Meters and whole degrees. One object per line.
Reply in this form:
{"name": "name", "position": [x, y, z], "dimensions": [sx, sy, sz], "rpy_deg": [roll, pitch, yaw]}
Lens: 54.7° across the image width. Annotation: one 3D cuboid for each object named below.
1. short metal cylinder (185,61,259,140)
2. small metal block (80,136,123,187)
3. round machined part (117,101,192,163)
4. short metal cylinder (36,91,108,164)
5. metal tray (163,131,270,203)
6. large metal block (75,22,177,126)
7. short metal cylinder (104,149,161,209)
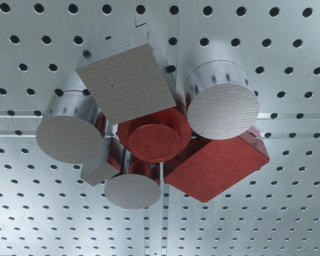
{"name": "short metal cylinder", "position": [0.071, -0.032, 0.368], "dimensions": [0.081, 0.050, 0.079], "rpy_deg": [0, 130, 0]}
{"name": "small metal block", "position": [-0.080, 0.046, 0.433], "dimensions": [0.050, 0.050, 0.025], "rpy_deg": [-30, 124, 23]}
{"name": "round machined part", "position": [-0.007, 0.008, 0.406], "dimensions": [0.099, 0.042, 0.097], "rpy_deg": [0, 130, 0]}
{"name": "short metal cylinder", "position": [-0.108, 0.000, 0.393], "dimensions": [0.081, 0.050, 0.079], "rpy_deg": [0, 130, 0]}
{"name": "metal tray", "position": [0.078, 0.051, 0.451], "dimensions": [0.090, 0.030, 0.129], "rpy_deg": [33, 122, -25]}
{"name": "large metal block", "position": [-0.034, -0.058, 0.346], "dimensions": [0.080, 0.050, 0.080], "rpy_deg": [-17, 128, 13]}
{"name": "short metal cylinder", "position": [-0.039, 0.076, 0.458], "dimensions": [0.081, 0.050, 0.079], "rpy_deg": [0, 130, 0]}
